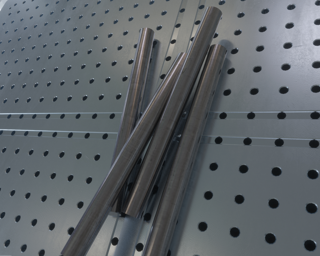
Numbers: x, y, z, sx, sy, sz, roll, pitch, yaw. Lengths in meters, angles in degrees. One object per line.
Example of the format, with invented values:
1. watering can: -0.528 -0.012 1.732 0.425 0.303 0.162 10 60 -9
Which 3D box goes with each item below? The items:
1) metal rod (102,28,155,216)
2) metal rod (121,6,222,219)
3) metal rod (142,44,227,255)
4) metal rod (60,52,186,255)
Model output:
1. metal rod: -0.040 -0.027 0.446 0.025 0.025 0.300 -6 59 25
2. metal rod: 0.021 -0.031 0.403 0.025 0.025 0.300 12 72 33
3. metal rod: 0.034 0.023 0.376 0.025 0.025 0.300 6 64 31
4. metal rod: -0.029 0.019 0.391 0.025 0.025 0.300 12 61 33
